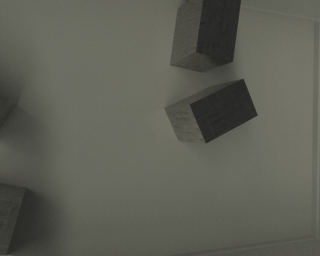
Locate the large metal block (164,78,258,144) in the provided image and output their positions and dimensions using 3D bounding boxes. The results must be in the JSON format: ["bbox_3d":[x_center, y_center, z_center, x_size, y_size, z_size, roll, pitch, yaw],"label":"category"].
[{"bbox_3d":[0.064,-0.021,0.406,0.081,0.080,0.050,-26,99,-18],"label":"large metal block"}]

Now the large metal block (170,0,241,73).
[{"bbox_3d":[0.056,-0.123,0.403,0.050,0.080,0.080,9,87,-20],"label":"large metal block"}]

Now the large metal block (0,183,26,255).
[{"bbox_3d":[-0.177,0.103,0.316,0.050,0.080,0.080,16,85,-20],"label":"large metal block"}]

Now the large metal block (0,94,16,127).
[{"bbox_3d":[-0.198,-0.027,0.308,0.080,0.080,0.050,34,79,-17],"label":"large metal block"}]
